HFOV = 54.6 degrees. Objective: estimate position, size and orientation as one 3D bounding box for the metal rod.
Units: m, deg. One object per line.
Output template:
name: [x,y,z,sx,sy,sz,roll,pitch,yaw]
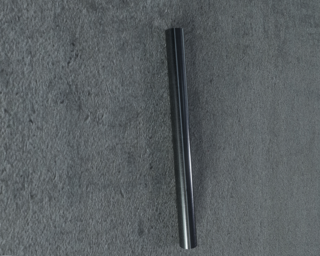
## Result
metal rod: [0.030,0.016,0.428,0.025,0.025,0.298,-7,95,-40]
